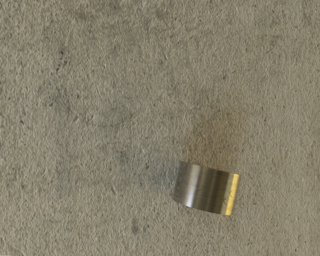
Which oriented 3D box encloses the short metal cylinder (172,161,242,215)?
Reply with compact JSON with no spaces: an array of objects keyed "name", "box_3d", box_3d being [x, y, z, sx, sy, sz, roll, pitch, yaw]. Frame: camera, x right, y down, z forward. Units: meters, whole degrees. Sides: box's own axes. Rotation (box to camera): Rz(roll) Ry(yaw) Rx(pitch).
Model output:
[{"name":"short metal cylinder","box_3d":[0.060,0.076,0.402,0.081,0.080,0.050,15,85,-20]}]
